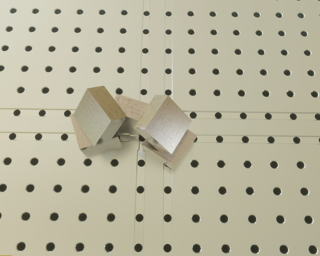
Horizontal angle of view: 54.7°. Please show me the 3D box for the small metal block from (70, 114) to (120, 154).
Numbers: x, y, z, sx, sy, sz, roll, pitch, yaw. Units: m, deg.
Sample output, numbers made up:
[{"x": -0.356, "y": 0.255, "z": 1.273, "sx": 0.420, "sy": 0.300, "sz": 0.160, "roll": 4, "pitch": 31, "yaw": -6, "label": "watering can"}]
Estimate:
[{"x": -0.086, "y": 0.001, "z": 0.411, "sx": 0.050, "sy": 0.025, "sz": 0.050, "roll": -18, "pitch": 71, "yaw": -7, "label": "small metal block"}]

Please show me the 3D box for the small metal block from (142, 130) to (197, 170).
[{"x": 0.012, "y": 0.019, "z": 0.405, "sx": 0.050, "sy": 0.025, "sz": 0.050, "roll": 34, "pitch": 73, "yaw": 11, "label": "small metal block"}]

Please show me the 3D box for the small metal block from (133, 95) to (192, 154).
[{"x": 0.004, "y": -0.004, "z": 0.372, "sx": 0.050, "sy": 0.025, "sz": 0.050, "roll": 44, "pitch": 69, "yaw": -32, "label": "small metal block"}]

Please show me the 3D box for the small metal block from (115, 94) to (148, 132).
[{"x": -0.034, "y": -0.016, "z": 0.404, "sx": 0.050, "sy": 0.050, "sz": 0.025, "roll": 18, "pitch": 71, "yaw": 6, "label": "small metal block"}]

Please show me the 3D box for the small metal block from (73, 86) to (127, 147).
[{"x": -0.073, "y": -0.014, "z": 0.373, "sx": 0.025, "sy": 0.050, "sz": 0.050, "roll": -20, "pitch": 66, "yaw": -48, "label": "small metal block"}]
